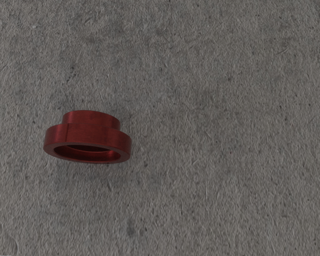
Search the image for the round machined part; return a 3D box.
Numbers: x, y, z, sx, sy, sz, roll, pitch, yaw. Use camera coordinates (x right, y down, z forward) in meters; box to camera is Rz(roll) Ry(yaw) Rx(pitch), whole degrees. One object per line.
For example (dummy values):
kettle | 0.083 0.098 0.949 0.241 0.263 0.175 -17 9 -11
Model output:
round machined part | -0.082 0.011 0.365 0.099 0.098 0.042 2 70 1
